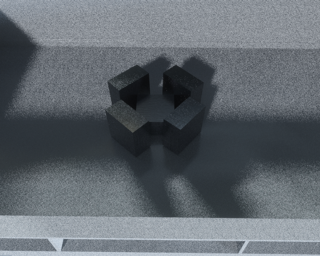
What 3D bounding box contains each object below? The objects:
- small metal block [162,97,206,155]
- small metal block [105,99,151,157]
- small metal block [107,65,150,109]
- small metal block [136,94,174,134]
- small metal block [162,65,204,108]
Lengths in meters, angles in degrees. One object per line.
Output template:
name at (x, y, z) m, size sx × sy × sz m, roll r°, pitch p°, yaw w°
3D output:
small metal block at (0.030, -0.003, 0.388) m, size 0.025 × 0.050 × 0.050 m, roll 34°, pitch 57°, yaw 24°
small metal block at (-0.039, 0.001, 0.386) m, size 0.025 × 0.050 × 0.050 m, roll -38°, pitch 59°, yaw -26°
small metal block at (-0.041, -0.052, 0.429) m, size 0.050 × 0.050 × 0.025 m, roll -35°, pitch 58°, yaw -25°
small metal block at (-0.006, -0.019, 0.418) m, size 0.050 × 0.025 × 0.050 m, roll 1°, pitch 50°, yaw 0°
small metal block at (0.030, -0.051, 0.429) m, size 0.025 × 0.050 × 0.050 m, roll -37°, pitch 60°, yaw -28°
